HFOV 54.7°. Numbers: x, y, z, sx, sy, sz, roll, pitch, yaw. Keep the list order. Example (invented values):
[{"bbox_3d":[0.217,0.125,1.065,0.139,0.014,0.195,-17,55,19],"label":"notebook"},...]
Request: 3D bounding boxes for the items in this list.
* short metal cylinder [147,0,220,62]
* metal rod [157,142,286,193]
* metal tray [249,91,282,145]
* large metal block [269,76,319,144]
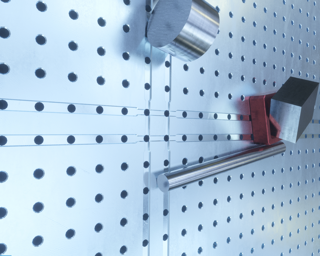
[{"bbox_3d":[0.028,-0.132,0.397,0.050,0.080,0.080,17,79,-39],"label":"short metal cylinder"},{"bbox_3d":[0.119,0.056,0.508,0.302,0.025,0.025,-9,96,-40],"label":"metal rod"},{"bbox_3d":[0.226,-0.025,0.594,0.131,0.030,0.089,-14,99,-39],"label":"metal tray"},{"bbox_3d":[0.237,-0.033,0.553,0.080,0.050,0.080,-42,138,-32],"label":"large metal block"}]
